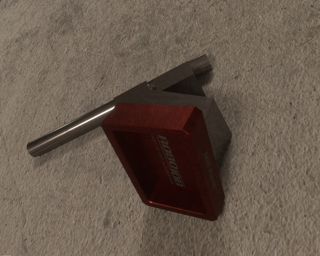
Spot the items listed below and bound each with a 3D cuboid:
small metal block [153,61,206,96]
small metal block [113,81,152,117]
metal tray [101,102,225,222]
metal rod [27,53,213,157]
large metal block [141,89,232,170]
[{"bbox_3d":[0.026,-0.052,0.405,0.050,0.050,0.025,-26,53,11],"label":"small metal block"},{"bbox_3d":[-0.027,-0.029,0.418,0.050,0.050,0.025,-27,53,11],"label":"small metal block"},{"bbox_3d":[0.008,0.036,0.308,0.090,0.129,0.030,5,45,30],"label":"metal tray"},{"bbox_3d":[-0.066,-0.029,0.454,0.301,0.025,0.025,-25,53,12],"label":"metal rod"},{"bbox_3d":[0.027,0.003,0.352,0.080,0.080,0.050,12,68,33],"label":"large metal block"}]
